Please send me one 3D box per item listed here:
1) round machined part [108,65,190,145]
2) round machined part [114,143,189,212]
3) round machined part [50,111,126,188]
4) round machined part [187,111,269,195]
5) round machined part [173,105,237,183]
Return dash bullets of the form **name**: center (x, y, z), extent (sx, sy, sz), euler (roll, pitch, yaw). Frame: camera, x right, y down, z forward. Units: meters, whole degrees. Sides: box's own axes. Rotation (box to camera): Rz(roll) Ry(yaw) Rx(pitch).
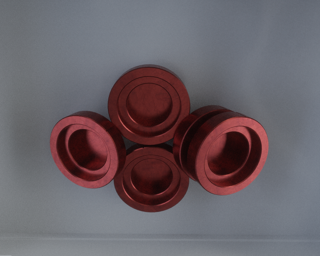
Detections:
- **round machined part**: center (-0.013, -0.031, 0.388), extent (0.099, 0.042, 0.097), euler (0, 110, 0)
- **round machined part**: center (-0.011, 0.062, 0.422), extent (0.099, 0.042, 0.097), euler (0, 110, 0)
- **round machined part**: center (-0.087, 0.024, 0.398), extent (0.098, 0.042, 0.097), euler (7, 111, 19)
- **round machined part**: center (0.076, 0.027, 0.370), extent (0.099, 0.042, 0.097), euler (-8, 112, -21)
- **round machined part**: center (0.061, 0.017, 0.396), extent (0.099, 0.042, 0.097), euler (-8, 111, -21)
